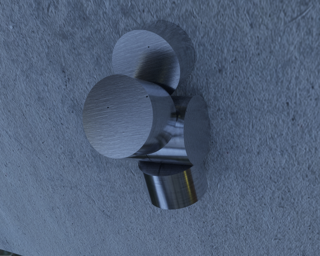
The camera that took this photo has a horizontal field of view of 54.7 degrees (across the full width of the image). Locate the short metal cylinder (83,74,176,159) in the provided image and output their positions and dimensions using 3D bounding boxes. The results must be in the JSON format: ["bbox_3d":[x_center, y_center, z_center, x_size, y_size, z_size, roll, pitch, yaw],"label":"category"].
[{"bbox_3d":[-0.030,-0.011,0.315,0.080,0.050,0.079,0,90,27],"label":"short metal cylinder"}]

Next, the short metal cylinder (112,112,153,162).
[{"bbox_3d":[-0.025,0.001,0.386,0.050,0.080,0.079,1,119,27],"label":"short metal cylinder"}]

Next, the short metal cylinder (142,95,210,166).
[{"bbox_3d":[0.021,0.002,0.361,0.050,0.080,0.080,1,119,28],"label":"short metal cylinder"}]

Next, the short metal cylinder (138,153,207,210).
[{"bbox_3d":[0.017,0.059,0.399,0.080,0.080,0.050,0,118,28],"label":"short metal cylinder"}]

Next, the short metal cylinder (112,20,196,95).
[{"bbox_3d":[-0.006,-0.076,0.348,0.080,0.050,0.079,13,124,20],"label":"short metal cylinder"}]
